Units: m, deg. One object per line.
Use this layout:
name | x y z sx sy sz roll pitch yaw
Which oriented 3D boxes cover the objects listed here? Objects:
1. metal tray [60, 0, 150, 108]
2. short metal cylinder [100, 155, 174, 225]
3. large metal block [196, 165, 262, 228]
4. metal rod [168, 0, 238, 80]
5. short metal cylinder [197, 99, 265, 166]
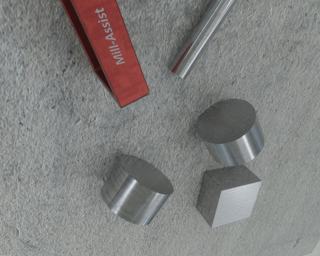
metal tray | -0.058 -0.091 0.276 0.030 0.090 0.129 -29 128 -10
short metal cylinder | -0.030 0.079 0.404 0.080 0.080 0.050 24 105 -37
large metal block | 0.114 0.113 0.524 0.081 0.050 0.079 -7 122 -25
metal rod | 0.101 -0.187 0.346 0.025 0.025 0.299 24 105 -37
short metal cylinder | 0.098 0.005 0.429 0.080 0.080 0.050 -37 129 -4
